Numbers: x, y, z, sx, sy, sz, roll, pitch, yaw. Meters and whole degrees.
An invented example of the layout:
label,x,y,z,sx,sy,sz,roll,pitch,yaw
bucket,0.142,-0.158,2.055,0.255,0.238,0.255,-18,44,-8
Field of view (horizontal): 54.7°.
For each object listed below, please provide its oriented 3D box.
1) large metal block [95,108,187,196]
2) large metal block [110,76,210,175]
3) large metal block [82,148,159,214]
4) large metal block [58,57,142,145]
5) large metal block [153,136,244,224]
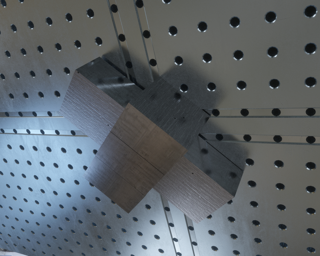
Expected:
label,x,y,z,sx,sy,sz,roll,pitch,yaw
large metal block,-0.021,0.025,0.402,0.080,0.080,0.050,39,129,1
large metal block,0.003,-0.005,0.370,0.080,0.080,0.050,39,129,1
large metal block,-0.045,0.056,0.433,0.080,0.080,0.050,39,129,1
large metal block,-0.077,-0.032,0.410,0.080,0.050,0.080,38,130,2
large metal block,0.048,0.068,0.411,0.080,0.050,0.080,39,130,1
